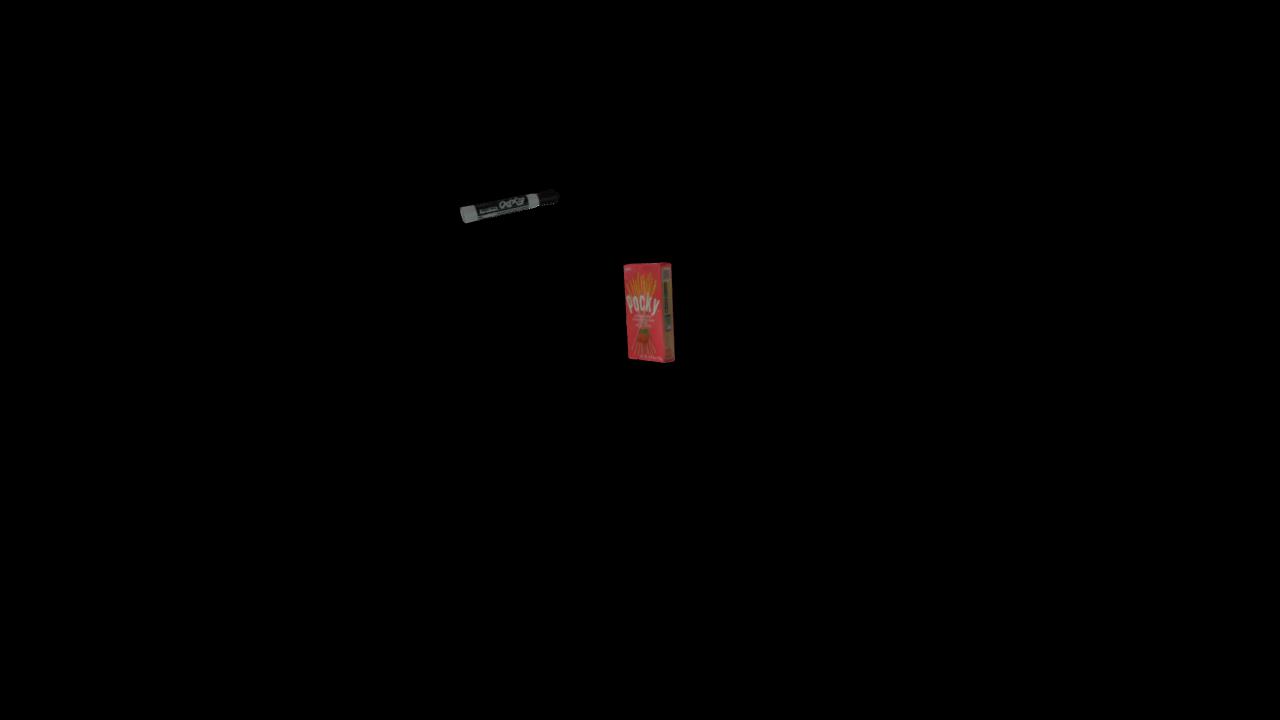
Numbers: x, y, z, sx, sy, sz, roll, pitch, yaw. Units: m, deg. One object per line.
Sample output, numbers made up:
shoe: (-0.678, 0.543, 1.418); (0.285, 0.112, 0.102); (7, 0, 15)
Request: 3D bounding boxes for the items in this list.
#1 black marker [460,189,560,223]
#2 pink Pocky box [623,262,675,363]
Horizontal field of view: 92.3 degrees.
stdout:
black marker: (-0.154, -0.186, 0.738); (0.121, 0.020, 0.020); (-19, 7, -22)
pink Pocky box: (0.014, -0.075, 0.972); (0.029, 0.155, 0.084); (-12, 14, -43)
